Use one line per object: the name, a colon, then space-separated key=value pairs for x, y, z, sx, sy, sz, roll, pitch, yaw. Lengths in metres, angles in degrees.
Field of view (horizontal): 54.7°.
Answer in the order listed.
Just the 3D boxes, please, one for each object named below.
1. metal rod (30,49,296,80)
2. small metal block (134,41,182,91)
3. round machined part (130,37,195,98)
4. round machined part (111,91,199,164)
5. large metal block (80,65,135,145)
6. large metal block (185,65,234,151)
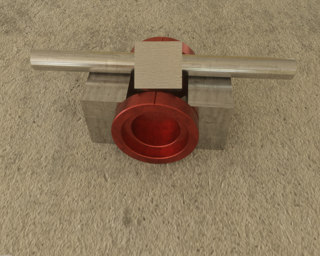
metal rod: x=0.002 y=-0.075 z=0.364 sx=0.302 sy=0.025 sz=0.025 roll=2 pitch=50 yaw=2
small metal block: x=-0.001 y=-0.067 z=0.339 sx=0.050 sy=0.025 sz=0.050 roll=0 pitch=90 yaw=2
round machined part: x=0.002 y=-0.069 z=0.415 sx=0.099 sy=0.097 sz=0.042 roll=3 pitch=51 yaw=2
round machined part: x=-0.004 y=-0.005 z=0.361 sx=0.099 sy=0.097 sz=0.042 roll=4 pitch=45 yaw=3
large metal block: x=-0.060 y=-0.035 z=0.398 sx=0.050 sy=0.080 sz=0.080 roll=3 pitch=50 yaw=3
large metal block: x=0.058 y=-0.028 z=0.393 sx=0.050 sy=0.080 sz=0.080 roll=3 pitch=50 yaw=2
